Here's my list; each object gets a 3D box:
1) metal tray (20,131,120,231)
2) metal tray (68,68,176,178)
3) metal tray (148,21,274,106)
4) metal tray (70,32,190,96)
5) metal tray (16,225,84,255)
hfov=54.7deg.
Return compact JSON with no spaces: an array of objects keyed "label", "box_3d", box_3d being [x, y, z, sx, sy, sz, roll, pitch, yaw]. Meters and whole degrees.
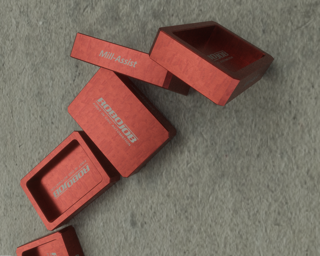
[{"label":"metal tray","box_3d":[-0.133,0.076,0.451,0.130,0.030,0.090,-40,78,15]},{"label":"metal tray","box_3d":[-0.053,-0.010,0.418,0.090,0.030,0.130,-46,79,18]},{"label":"metal tray","box_3d":[0.060,-0.076,0.331,0.090,0.131,0.030,38,125,16]},{"label":"metal tray","box_3d":[-0.031,-0.077,0.384,0.130,0.090,0.030,21,97,18]},{"label":"metal tray","box_3d":[-0.150,0.222,0.457,0.090,0.030,0.129,-25,82,17]}]
